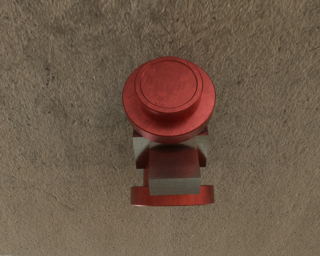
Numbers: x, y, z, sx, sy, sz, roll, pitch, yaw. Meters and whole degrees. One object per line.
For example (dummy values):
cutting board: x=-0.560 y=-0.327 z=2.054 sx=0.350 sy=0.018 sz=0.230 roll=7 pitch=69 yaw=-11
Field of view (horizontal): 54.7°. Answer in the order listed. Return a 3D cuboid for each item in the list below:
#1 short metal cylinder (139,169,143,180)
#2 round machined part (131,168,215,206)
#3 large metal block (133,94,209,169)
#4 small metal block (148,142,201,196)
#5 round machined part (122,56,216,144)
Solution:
short metal cylinder: x=0.012 y=0.041 z=0.428 sx=0.081 sy=0.050 sz=0.079 roll=0 pitch=130 yaw=0
round machined part: x=0.014 y=0.069 z=0.370 sx=0.099 sy=0.042 sz=0.098 roll=-1 pitch=169 yaw=0
large metal block: x=0.012 y=0.002 z=0.373 sx=0.081 sy=0.080 sz=0.050 roll=-2 pitch=130 yaw=1
small metal block: x=0.014 y=0.042 z=0.322 sx=0.050 sy=0.050 sz=0.025 roll=-2 pitch=130 yaw=1
round machined part: x=0.009 y=-0.036 z=0.325 sx=0.099 sy=0.098 sz=0.042 roll=-2 pitch=155 yaw=1
